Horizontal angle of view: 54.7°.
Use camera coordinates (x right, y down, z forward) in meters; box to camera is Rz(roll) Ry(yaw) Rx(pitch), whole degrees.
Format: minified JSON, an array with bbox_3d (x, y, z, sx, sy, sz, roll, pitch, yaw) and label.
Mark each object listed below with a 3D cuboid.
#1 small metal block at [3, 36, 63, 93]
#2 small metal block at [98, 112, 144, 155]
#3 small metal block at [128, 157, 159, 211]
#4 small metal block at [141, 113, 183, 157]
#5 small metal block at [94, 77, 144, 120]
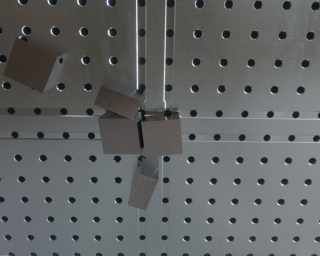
[{"bbox_3d":[-0.156,-0.078,0.382,0.050,0.025,0.050,26,108,-10],"label":"small metal block"},{"bbox_3d":[-0.050,0.007,0.410,0.050,0.025,0.050,0,111,14],"label":"small metal block"},{"bbox_3d":[-0.022,0.076,0.428,0.025,0.050,0.050,19,109,-7],"label":"small metal block"},{"bbox_3d":[0.003,0.009,0.417,0.050,0.025,0.050,-5,110,1],"label":"small metal block"},{"bbox_3d":[-0.050,-0.038,0.386,0.050,0.050,0.025,21,109,-8],"label":"small metal block"}]
